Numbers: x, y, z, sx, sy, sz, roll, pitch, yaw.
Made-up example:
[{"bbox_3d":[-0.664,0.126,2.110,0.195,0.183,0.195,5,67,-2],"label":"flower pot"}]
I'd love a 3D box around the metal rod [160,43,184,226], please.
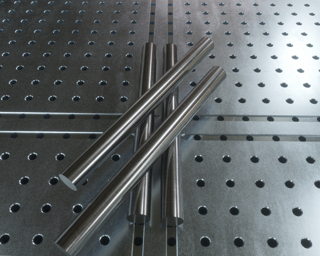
[{"bbox_3d":[0.015,-0.016,0.422,0.025,0.025,0.300,1,50,1],"label":"metal rod"}]

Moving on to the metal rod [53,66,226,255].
[{"bbox_3d":[-0.002,0.017,0.361,0.025,0.025,0.301,28,55,21],"label":"metal rod"}]

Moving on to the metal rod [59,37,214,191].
[{"bbox_3d":[-0.012,-0.037,0.407,0.025,0.025,0.301,28,55,21],"label":"metal rod"}]

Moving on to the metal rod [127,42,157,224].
[{"bbox_3d":[-0.020,-0.019,0.424,0.025,0.025,0.300,1,50,1],"label":"metal rod"}]
